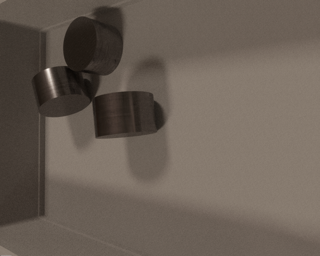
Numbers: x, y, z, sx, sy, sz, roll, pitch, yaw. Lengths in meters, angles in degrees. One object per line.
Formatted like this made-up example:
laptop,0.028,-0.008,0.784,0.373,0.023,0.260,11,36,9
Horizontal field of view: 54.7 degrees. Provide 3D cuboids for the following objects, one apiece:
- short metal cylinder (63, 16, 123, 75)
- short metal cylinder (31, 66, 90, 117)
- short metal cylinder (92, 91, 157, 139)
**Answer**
short metal cylinder,-0.103,-0.123,0.473,0.080,0.050,0.079,0,90,39
short metal cylinder,-0.159,-0.057,0.499,0.080,0.081,0.050,-31,71,35
short metal cylinder,-0.046,-0.015,0.407,0.080,0.081,0.050,-10,84,39
